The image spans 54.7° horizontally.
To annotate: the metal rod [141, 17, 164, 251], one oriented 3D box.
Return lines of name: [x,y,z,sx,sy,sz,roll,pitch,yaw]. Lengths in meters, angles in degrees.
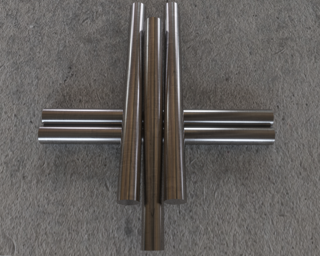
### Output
metal rod: [-0.008,-0.008,0.385,0.025,0.025,0.299,0,70,-1]

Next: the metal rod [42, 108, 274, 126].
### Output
metal rod: [-0.002,-0.014,0.415,0.302,0.025,0.025,0,70,-1]

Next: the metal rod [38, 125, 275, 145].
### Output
metal rod: [-0.004,0.010,0.407,0.302,0.025,0.025,0,70,-1]

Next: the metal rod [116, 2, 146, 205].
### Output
metal rod: [-0.034,-0.051,0.405,0.025,0.025,0.299,0,62,0]

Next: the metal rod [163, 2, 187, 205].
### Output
metal rod: [0.017,-0.052,0.406,0.025,0.025,0.299,0,62,0]
